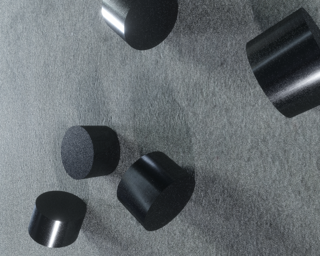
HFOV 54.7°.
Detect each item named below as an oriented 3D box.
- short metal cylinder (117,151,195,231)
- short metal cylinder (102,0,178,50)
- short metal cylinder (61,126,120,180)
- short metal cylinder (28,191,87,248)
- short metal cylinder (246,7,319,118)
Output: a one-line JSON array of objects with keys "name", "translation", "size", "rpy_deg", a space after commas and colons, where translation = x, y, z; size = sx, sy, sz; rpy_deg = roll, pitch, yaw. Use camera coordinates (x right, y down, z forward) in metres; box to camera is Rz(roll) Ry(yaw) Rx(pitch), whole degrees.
[{"name": "short metal cylinder", "translation": [-0.004, 0.075, 0.371], "size": [0.050, 0.081, 0.079], "rpy_deg": [38, 113, 33]}, {"name": "short metal cylinder", "translation": [-0.024, -0.145, 0.387], "size": [0.050, 0.081, 0.080], "rpy_deg": [47, 118, 29]}, {"name": "short metal cylinder", "translation": [-0.107, 0.036, 0.474], "size": [0.080, 0.050, 0.079], "rpy_deg": [0, 90, 39]}, {"name": "short metal cylinder", "translation": [-0.166, 0.146, 0.503], "size": [0.080, 0.081, 0.050], "rpy_deg": [33, 111, 35]}, {"name": "short metal cylinder", "translation": [0.120, -0.055, 0.270], "size": [0.050, 0.081, 0.080], "rpy_deg": [-30, 71, 36]}]
